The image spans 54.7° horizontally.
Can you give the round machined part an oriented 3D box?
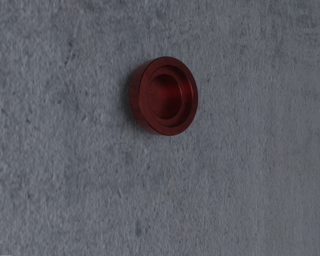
[{"bbox_3d":[0.000,-0.039,0.396,0.099,0.042,0.097,0,90,-40],"label":"round machined part"}]
